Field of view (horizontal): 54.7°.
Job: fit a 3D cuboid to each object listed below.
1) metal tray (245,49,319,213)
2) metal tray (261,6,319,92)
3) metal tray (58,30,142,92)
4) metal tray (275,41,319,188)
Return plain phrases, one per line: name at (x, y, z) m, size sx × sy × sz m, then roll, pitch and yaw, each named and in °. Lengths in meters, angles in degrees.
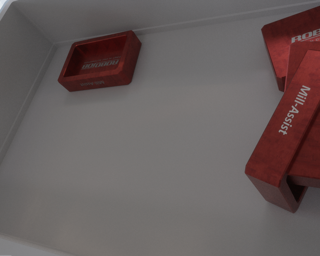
metal tray at (0.132, 0.005, 0.288) m, size 0.030 × 0.090 × 0.130 m, roll 22°, pitch 75°, yaw 39°
metal tray at (0.195, -0.102, 0.362) m, size 0.130 × 0.030 × 0.090 m, roll -15°, pitch 55°, yaw 19°
metal tray at (-0.102, -0.112, 0.524) m, size 0.130 × 0.030 × 0.090 m, roll -3°, pitch 60°, yaw 26°
metal tray at (0.154, -0.013, 0.267) m, size 0.090 × 0.030 × 0.130 m, roll 6°, pitch 69°, yaw 21°
